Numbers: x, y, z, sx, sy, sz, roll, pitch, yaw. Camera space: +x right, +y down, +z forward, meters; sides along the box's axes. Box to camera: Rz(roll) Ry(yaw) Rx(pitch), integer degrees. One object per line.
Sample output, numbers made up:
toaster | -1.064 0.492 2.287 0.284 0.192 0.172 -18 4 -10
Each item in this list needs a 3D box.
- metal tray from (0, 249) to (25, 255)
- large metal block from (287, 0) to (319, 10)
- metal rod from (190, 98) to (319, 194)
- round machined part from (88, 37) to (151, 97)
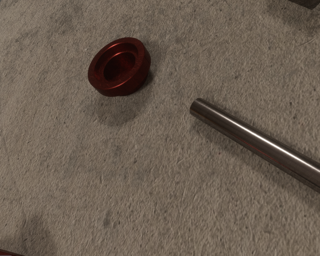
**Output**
metal tray | -0.204 0.205 0.346 0.091 0.030 0.130 21 66 -9
large metal block | 0.200 -0.217 0.416 0.080 0.050 0.080 -42 51 -1
metal rod | 0.143 0.042 0.302 0.025 0.025 0.300 -49 52 -7
round machined part | -0.057 -0.088 0.475 0.098 0.042 0.098 -13 56 20
